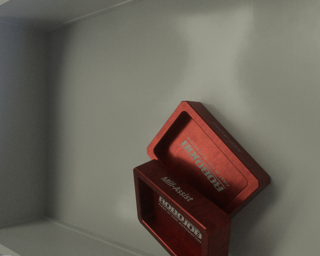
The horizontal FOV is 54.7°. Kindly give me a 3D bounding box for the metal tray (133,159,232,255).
[{"bbox_3d":[0.019,0.103,0.351,0.130,0.030,0.089,32,134,46],"label":"metal tray"}]

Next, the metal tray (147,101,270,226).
[{"bbox_3d":[0.049,0.042,0.362,0.130,0.030,0.090,51,120,27],"label":"metal tray"}]
